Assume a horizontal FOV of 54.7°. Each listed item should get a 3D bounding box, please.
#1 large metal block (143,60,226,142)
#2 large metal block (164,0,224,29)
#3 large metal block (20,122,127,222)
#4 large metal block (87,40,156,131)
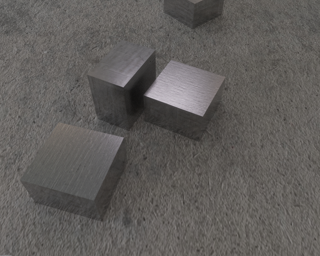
[{"bbox_3d":[0.033,-0.039,0.420,0.080,0.050,0.080,21,53,17],"label":"large metal block"},{"bbox_3d":[0.064,-0.242,0.590,0.080,0.050,0.080,-33,58,-25],"label":"large metal block"},{"bbox_3d":[-0.090,0.047,0.346,0.080,0.050,0.080,13,51,10],"label":"large metal block"},{"bbox_3d":[-0.046,-0.057,0.415,0.050,0.080,0.080,21,53,17],"label":"large metal block"}]
